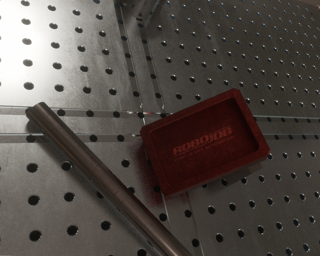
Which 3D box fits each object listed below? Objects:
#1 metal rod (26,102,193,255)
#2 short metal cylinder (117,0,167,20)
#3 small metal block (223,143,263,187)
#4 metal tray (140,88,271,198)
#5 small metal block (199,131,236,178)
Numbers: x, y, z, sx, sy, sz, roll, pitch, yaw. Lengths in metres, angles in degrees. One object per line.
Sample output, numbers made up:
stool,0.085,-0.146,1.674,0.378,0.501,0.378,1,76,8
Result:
metal rod,-0.033,0.086,0.338,0.300,0.025,0.025,45,51,3
short metal cylinder,-0.027,-0.230,0.519,0.081,0.050,0.080,14,56,-21
small metal block,0.103,0.045,0.422,0.025,0.050,0.050,-16,71,-36
metal tray,0.052,0.018,0.374,0.130,0.030,0.090,-23,70,4
small metal block,0.064,0.039,0.402,0.050,0.050,0.025,59,11,14
